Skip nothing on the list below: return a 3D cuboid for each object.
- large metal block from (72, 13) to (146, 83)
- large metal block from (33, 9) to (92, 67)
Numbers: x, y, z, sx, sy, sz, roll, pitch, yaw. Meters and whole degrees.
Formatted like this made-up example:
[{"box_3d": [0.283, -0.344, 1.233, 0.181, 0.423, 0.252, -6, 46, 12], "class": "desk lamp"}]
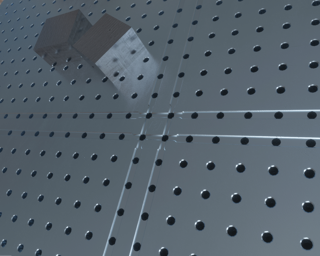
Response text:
[{"box_3d": [-0.085, -0.135, 0.518, 0.080, 0.050, 0.080, -46, 52, -5], "class": "large metal block"}, {"box_3d": [-0.180, -0.169, 0.588, 0.080, 0.050, 0.080, -5, 59, 25], "class": "large metal block"}]
